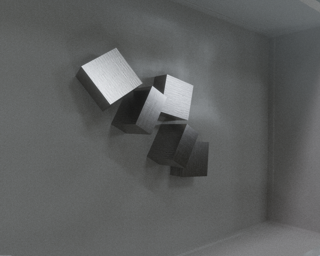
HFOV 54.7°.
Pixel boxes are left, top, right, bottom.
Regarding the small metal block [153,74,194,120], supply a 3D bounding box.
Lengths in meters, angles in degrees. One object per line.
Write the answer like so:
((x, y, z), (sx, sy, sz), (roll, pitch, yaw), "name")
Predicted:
((0.016, -0.040, 0.422), (0.050, 0.025, 0.050), (16, 80, -39), "small metal block")

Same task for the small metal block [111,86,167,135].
((-0.026, -0.020, 0.371), (0.025, 0.050, 0.050), (35, 68, -36), "small metal block")

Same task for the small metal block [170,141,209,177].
((0.043, 0.043, 0.445), (0.050, 0.025, 0.050), (6, 86, -40), "small metal block")

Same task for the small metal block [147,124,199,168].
((0.016, 0.022, 0.406), (0.025, 0.050, 0.050), (37, 67, -34), "small metal block")

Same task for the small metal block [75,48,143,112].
((-0.057, -0.055, 0.350), (0.050, 0.025, 0.050), (-40, 95, -33), "small metal block")
